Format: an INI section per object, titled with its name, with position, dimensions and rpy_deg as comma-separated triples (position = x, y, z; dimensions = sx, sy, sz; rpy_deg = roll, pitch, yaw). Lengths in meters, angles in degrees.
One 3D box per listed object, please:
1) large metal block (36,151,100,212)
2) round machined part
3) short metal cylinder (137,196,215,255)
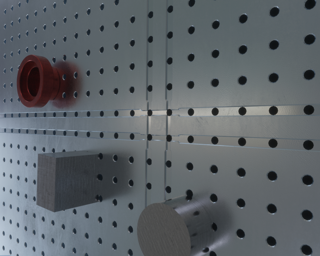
[large metal block]
position = -0.145, 0.081, 0.493
dimensions = 0.050, 0.081, 0.079
rpy_deg = 5, 93, 40
[round machined part]
position = -0.227, -0.086, 0.586
dimensions = 0.098, 0.042, 0.097
rpy_deg = 0, 90, 40
[short metal cylinder]
position = 0.019, 0.127, 0.378
dimensions = 0.080, 0.050, 0.079
rpy_deg = 0, 90, 40
